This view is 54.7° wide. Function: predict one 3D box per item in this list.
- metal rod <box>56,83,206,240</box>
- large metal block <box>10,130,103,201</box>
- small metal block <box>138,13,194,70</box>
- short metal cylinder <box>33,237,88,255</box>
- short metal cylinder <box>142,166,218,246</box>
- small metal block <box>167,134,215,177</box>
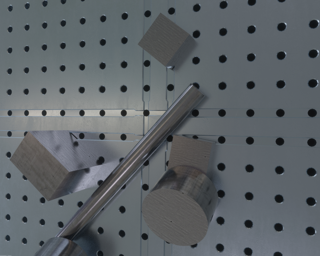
[{"bbox_3d":[-0.048,0.059,0.429,0.025,0.025,0.299,45,104,14],"label":"metal rod"},{"bbox_3d":[-0.142,0.048,0.433,0.080,0.080,0.050,41,103,15],"label":"large metal block"},{"bbox_3d":[0.008,-0.114,0.410,0.050,0.025,0.050,42,103,15],"label":"small metal block"},{"bbox_3d":[-0.146,0.203,0.437,0.080,0.050,0.079,6,113,15],"label":"short metal cylinder"},{"bbox_3d":[0.025,0.094,0.376,0.080,0.050,0.079,10,117,20],"label":"short metal cylinder"},{"bbox_3d":[0.040,0.038,0.398,0.050,0.025,0.050,11,94,19],"label":"small metal block"}]
